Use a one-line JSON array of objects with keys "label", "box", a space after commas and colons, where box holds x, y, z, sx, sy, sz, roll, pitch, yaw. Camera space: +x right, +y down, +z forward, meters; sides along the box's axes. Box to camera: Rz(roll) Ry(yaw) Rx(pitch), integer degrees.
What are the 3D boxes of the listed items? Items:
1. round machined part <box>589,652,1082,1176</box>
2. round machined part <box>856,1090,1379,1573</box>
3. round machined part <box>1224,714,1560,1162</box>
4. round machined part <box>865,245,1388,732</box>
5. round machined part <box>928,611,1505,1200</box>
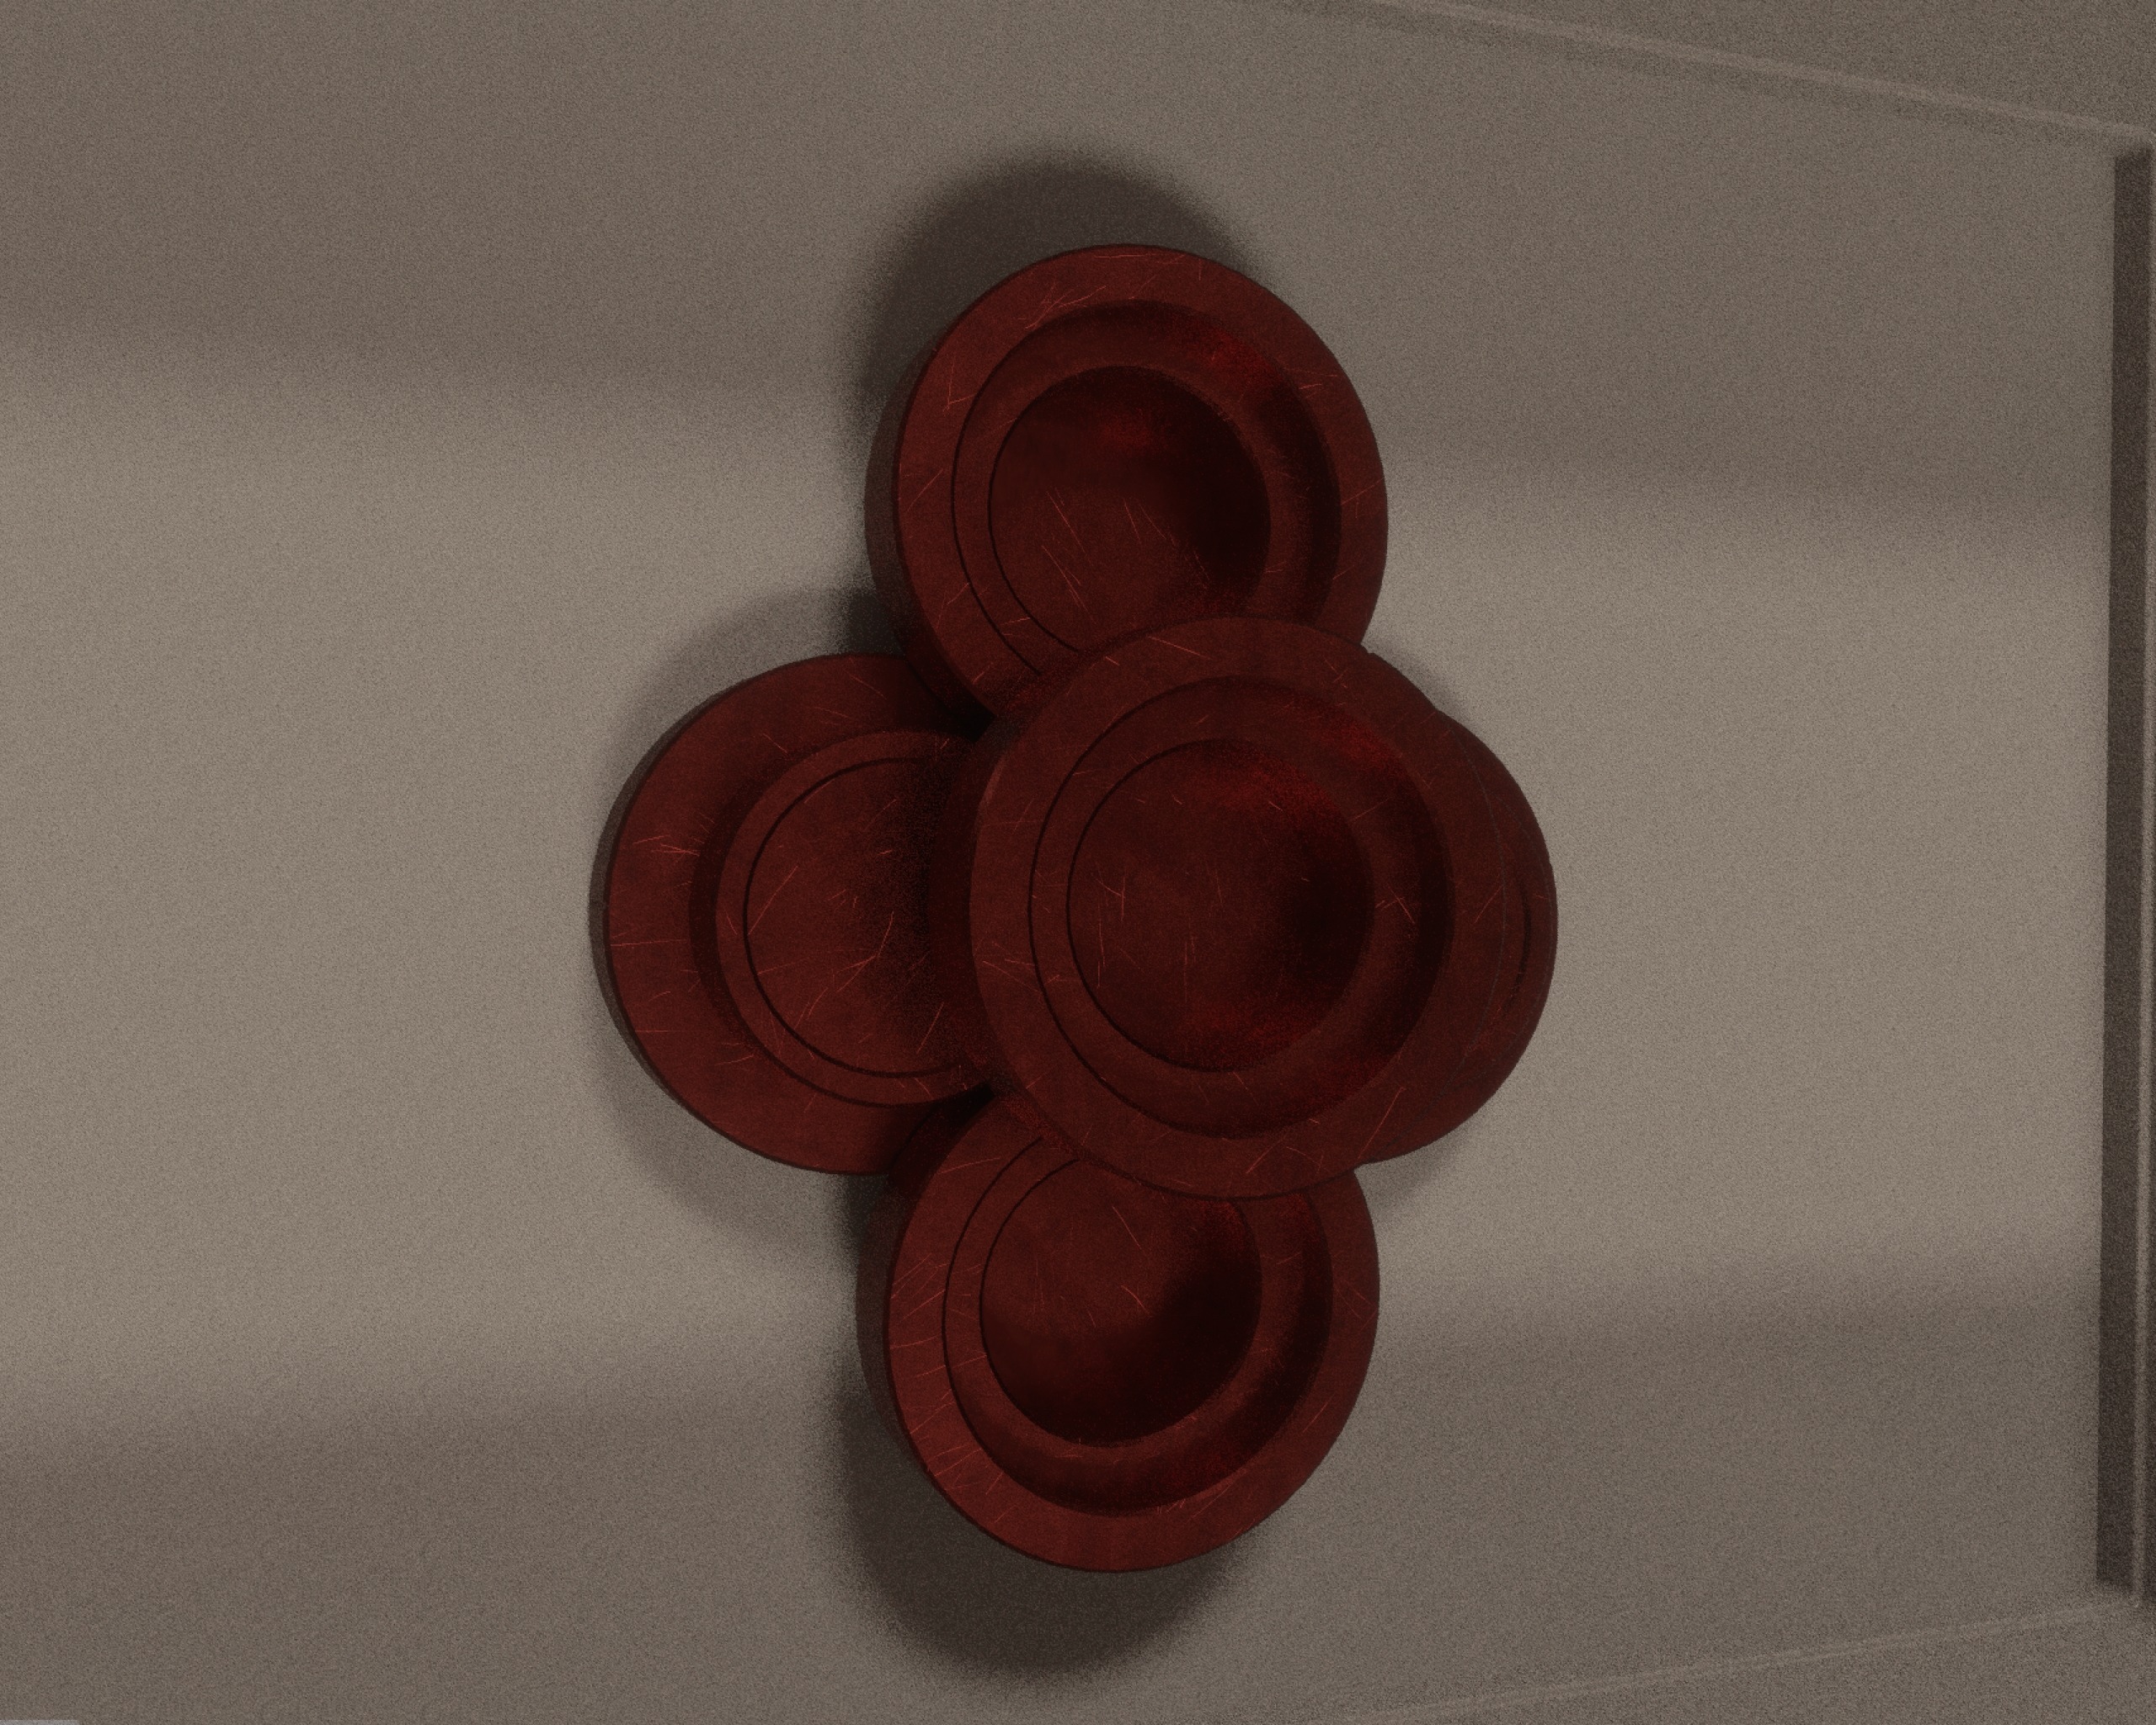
[{"label": "round machined part", "box": [-0.038, 0.010, 0.386, 0.099, 0.042, 0.097, 0, 90, -21]}, {"label": "round machined part", "box": [0.005, 0.082, 0.402, 0.099, 0.042, 0.097, 0, 90, -21]}, {"label": "round machined part", "box": [0.056, 0.013, 0.421, 0.099, 0.042, 0.097, 0, 90, -21]}, {"label": "round machined part", "box": [0.006, -0.065, 0.402, 0.099, 0.042, 0.097, 0, 90, -21]}, {"label": "round machined part", "box": [0.021, 0.007, 0.363, 0.099, 0.042, 0.097, 0, 90, -21]}]
